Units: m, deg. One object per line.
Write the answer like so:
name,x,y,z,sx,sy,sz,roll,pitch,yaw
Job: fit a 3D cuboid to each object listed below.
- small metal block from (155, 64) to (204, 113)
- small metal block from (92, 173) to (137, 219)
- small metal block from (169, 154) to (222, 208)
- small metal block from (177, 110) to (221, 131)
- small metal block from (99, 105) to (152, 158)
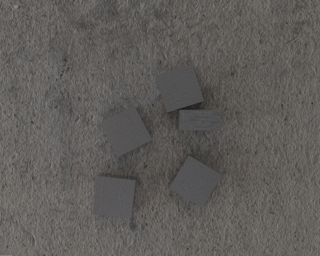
small metal block,0.025,-0.051,0.410,0.050,0.025,0.050,-18,90,0
small metal block,-0.059,0.089,0.409,0.050,0.025,0.050,7,90,0
small metal block,0.046,0.069,0.410,0.050,0.025,0.050,31,90,0
small metal block,0.048,-0.010,0.398,0.050,0.050,0.025,0,90,0
small metal block,-0.044,0.004,0.409,0.050,0.025,0.050,-27,90,0
